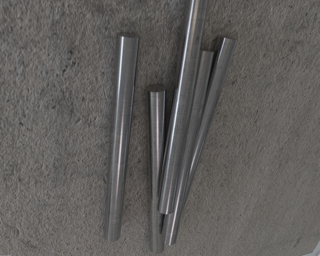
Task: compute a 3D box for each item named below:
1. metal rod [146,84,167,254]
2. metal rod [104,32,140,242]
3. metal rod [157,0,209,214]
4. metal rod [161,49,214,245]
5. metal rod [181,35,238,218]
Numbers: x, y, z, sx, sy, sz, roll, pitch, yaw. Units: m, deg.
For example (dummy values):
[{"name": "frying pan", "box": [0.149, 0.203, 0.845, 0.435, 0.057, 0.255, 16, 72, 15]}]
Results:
[{"name": "metal rod", "box": [-0.004, 0.078, 0.452, 0.025, 0.025, 0.298, -14, 124, -21]}, {"name": "metal rod", "box": [-0.053, 0.032, 0.397, 0.025, 0.025, 0.298, -6, 121, -25]}, {"name": "metal rod", "box": [0.026, -0.022, 0.387, 0.025, 0.025, 0.298, -4, 114, -27]}, {"name": "metal rod", "box": [0.034, 0.041, 0.434, 0.025, 0.025, 0.298, -4, 115, -27]}, {"name": "metal rod", "box": [0.053, 0.019, 0.446, 0.025, 0.025, 0.298, -1, 119, -28]}]
